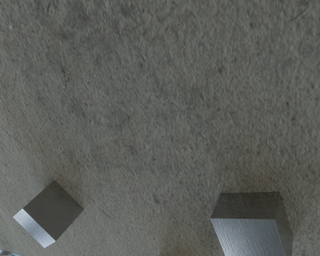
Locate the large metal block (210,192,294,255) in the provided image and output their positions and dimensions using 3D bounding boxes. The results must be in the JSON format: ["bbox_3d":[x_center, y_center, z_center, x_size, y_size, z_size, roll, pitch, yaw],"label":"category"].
[{"bbox_3d":[0.123,0.132,0.407,0.080,0.050,0.080,-9,114,32],"label":"large metal block"}]

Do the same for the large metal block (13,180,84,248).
[{"bbox_3d":[-0.205,0.158,0.574,0.080,0.080,0.050,48,129,-6],"label":"large metal block"}]
